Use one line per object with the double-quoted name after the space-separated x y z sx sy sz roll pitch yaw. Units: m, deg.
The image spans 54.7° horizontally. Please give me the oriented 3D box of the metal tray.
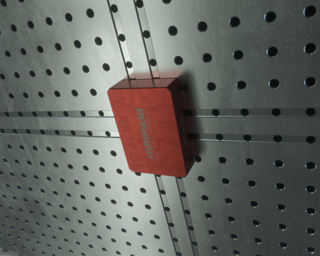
-0.010 0.001 0.412 0.090 0.030 0.129 2 120 27 "metal tray"
